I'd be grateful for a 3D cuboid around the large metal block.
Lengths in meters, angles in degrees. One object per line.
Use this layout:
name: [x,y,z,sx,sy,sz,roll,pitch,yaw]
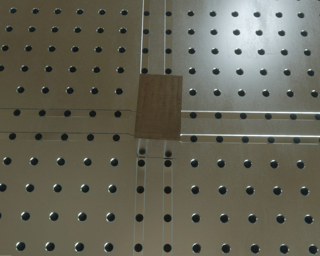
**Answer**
large metal block: [-0.001,-0.012,0.386,0.050,0.080,0.080,3,70,1]
